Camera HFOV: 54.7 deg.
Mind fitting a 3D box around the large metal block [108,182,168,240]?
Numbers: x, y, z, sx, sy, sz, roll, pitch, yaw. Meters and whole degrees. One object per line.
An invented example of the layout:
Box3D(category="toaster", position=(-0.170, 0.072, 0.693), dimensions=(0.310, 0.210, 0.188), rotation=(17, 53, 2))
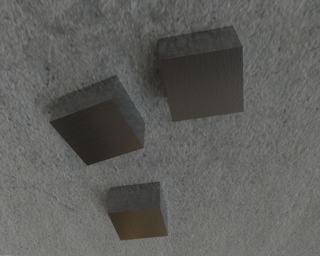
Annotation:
Box3D(category="large metal block", position=(-0.033, 0.137, 0.507), dimensions=(0.080, 0.050, 0.080), rotation=(-7, 130, 6))

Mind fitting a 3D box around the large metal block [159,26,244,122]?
Box3D(category="large metal block", position=(0.046, -0.058, 0.342), dimensions=(0.080, 0.050, 0.080), rotation=(-8, 130, 6))

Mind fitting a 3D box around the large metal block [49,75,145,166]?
Box3D(category="large metal block", position=(-0.073, -0.007, 0.384), dimensions=(0.080, 0.050, 0.080), rotation=(-18, 128, 14))
